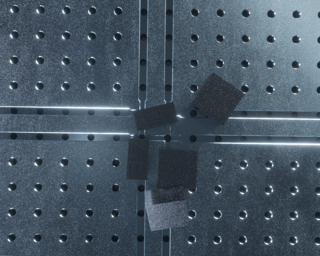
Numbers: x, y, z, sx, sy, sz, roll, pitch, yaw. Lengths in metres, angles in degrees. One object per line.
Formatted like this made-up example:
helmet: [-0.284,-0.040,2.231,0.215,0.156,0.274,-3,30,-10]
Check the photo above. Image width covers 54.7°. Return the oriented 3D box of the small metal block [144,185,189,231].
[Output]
small metal block: [0.009,0.104,0.402,0.050,0.025,0.050,-9,125,-1]

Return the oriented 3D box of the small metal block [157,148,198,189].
small metal block: [0.023,0.053,0.414,0.050,0.025,0.050,3,90,-1]

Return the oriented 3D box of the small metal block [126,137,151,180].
small metal block: [-0.027,0.038,0.401,0.025,0.050,0.050,4,90,0]

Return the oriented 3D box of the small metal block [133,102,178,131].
small metal block: [-0.005,-0.014,0.401,0.050,0.050,0.025,-13,90,0]

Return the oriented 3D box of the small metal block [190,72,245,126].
small metal block: [0.076,-0.038,0.414,0.050,0.025,0.050,34,90,-1]
